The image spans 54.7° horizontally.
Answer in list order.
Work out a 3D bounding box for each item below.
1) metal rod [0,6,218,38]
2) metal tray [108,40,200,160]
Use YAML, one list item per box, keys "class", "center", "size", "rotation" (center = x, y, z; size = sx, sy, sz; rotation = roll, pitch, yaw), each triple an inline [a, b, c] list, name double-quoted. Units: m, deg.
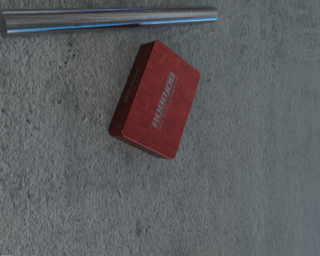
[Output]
- class: "metal rod"
  center: [-0.033, -0.134, 0.378]
  size: [0.302, 0.025, 0.025]
  rotation: [-19, 103, -39]
- class: "metal tray"
  center: [-0.003, -0.035, 0.401]
  size: [0.090, 0.030, 0.130]
  rotation: [30, 71, -36]
